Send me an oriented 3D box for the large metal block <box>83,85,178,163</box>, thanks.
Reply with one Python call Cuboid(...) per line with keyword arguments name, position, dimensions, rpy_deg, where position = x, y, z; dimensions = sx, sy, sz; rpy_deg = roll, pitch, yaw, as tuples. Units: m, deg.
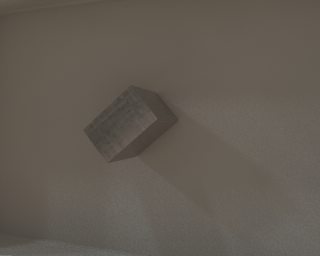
Cuboid(name="large metal block", position=(-0.033, -0.004, 0.389), dimensions=(0.080, 0.080, 0.050), rpy_deg=(-41, 77, 15))
